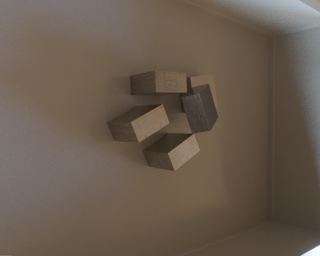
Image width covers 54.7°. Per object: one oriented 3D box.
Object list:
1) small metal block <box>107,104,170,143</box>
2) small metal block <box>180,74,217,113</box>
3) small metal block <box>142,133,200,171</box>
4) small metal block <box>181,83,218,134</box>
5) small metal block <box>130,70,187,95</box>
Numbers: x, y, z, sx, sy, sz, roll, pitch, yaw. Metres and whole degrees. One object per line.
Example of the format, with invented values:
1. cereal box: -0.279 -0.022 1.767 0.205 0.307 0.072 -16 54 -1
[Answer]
1. small metal block: -0.026 -0.006 0.370 0.050 0.050 0.025 -32 111 -36
2. small metal block: 0.056 -0.051 0.456 0.050 0.025 0.050 -14 99 -40
3. small metal block: 0.015 0.030 0.405 0.050 0.050 0.025 -34 111 -35
4. small metal block: 0.054 -0.026 0.409 0.050 0.025 0.050 -46 121 -59
5. small metal block: -0.002 -0.055 0.390 0.050 0.050 0.025 -4 93 -40
